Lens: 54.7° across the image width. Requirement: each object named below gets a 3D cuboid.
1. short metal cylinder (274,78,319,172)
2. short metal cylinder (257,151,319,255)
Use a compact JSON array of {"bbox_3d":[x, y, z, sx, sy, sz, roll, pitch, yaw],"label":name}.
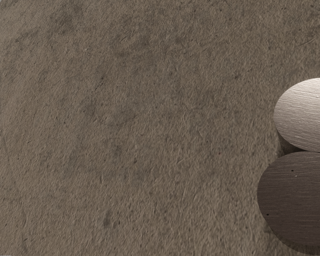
[{"bbox_3d":[0.158,-0.002,0.306,0.080,0.050,0.080,-13,56,20],"label":"short metal cylinder"},{"bbox_3d":[0.133,0.067,0.277,0.080,0.050,0.080,-13,56,20],"label":"short metal cylinder"}]
